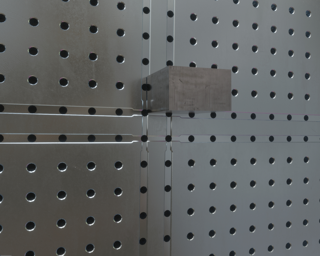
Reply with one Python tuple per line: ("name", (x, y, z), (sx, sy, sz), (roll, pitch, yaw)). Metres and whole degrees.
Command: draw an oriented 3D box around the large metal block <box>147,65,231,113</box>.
("large metal block", (0.034, -0.045, 0.396), (0.081, 0.080, 0.050), (-1, 90, -20))
